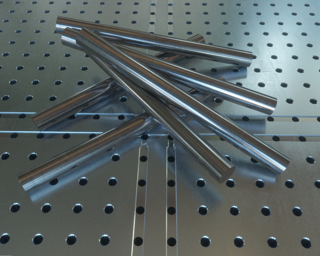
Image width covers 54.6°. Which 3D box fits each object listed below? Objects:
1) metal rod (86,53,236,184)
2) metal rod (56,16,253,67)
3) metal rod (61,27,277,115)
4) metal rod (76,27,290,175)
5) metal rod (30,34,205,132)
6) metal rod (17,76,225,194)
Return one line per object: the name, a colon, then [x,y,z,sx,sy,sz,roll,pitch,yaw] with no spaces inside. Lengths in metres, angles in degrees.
metal rod: [-0.020,-0.040,0.407,0.025,0.025,0.300,-31,56,-23]
metal rod: [-0.002,-0.131,0.479,0.302,0.025,0.025,8,50,-9]
metal rod: [0.012,-0.078,0.426,0.301,0.025,0.025,19,52,0]
metal rod: [0.024,-0.037,0.386,0.300,0.025,0.025,34,56,6]
metal rod: [-0.048,-0.078,0.472,0.302,0.025,0.025,-32,57,-24]
metal rod: [-0.032,-0.001,0.408,0.302,0.025,0.025,-27,55,-21]
